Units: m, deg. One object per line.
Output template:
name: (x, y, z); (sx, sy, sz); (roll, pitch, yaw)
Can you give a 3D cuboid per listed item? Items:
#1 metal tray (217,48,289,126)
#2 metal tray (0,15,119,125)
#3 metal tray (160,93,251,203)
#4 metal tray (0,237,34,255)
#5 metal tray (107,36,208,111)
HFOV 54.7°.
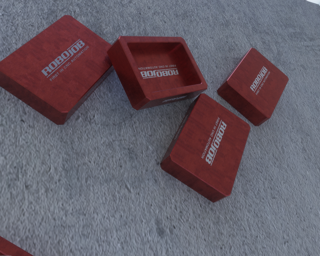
metal tray: (0.163, -0.074, 0.533); (0.090, 0.030, 0.131); (41, 51, -1)
metal tray: (-0.118, -0.076, 0.383); (0.090, 0.030, 0.130); (35, 51, -5)
metal tray: (0.066, 0.023, 0.422); (0.090, 0.030, 0.130); (34, 51, -6)
metal tray: (-0.136, 0.158, 0.230); (0.090, 0.030, 0.130); (34, 51, -6)
metal tray: (0.001, -0.080, 0.426); (0.131, 0.030, 0.090); (-17, 79, -46)
